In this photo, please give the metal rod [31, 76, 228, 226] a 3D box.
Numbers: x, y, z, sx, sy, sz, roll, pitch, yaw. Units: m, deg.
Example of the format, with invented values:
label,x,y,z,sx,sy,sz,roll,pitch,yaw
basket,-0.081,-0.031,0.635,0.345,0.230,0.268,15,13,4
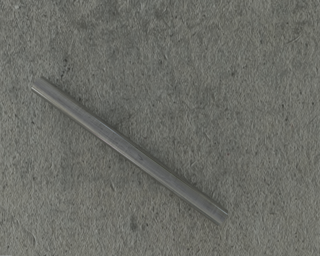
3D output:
label,x,y,z,sx,sy,sz,roll,pitch,yaw
metal rod,-0.039,0.030,0.409,0.300,0.025,0.025,36,90,0
